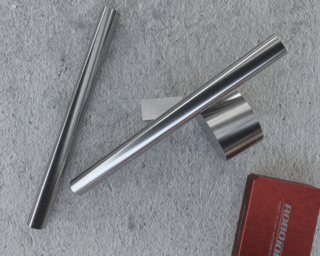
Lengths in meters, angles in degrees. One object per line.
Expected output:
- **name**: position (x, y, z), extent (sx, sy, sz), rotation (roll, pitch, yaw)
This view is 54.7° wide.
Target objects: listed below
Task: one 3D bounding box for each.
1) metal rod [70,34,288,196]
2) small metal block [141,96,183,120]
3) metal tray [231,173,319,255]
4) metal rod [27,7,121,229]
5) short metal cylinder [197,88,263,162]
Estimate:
- **metal rod**: position (0.007, -0.004, 0.362), extent (0.300, 0.025, 0.025), rotation (-35, 91, 19)
- **small metal block**: position (0.003, -0.024, 0.398), extent (0.050, 0.050, 0.025), rotation (-5, 90, 0)
- **metal tray**: position (0.152, 0.133, 0.410), extent (0.091, 0.030, 0.129), rotation (12, 90, -1)
- **metal rod**: position (-0.113, -0.013, 0.408), extent (0.025, 0.025, 0.298), rotation (19, 90, -1)
- **short metal cylinder**: position (0.082, -0.005, 0.384), extent (0.050, 0.080, 0.080), rotation (-31, 90, 0)
